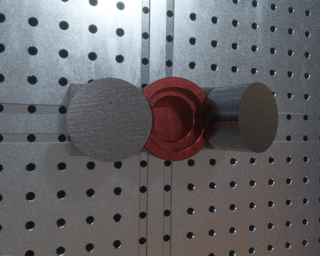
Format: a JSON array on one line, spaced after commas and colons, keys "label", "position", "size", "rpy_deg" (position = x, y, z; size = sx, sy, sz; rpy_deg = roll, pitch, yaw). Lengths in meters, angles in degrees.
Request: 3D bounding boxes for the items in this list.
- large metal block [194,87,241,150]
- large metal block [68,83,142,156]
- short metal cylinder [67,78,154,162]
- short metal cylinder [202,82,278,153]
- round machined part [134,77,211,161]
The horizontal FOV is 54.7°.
[{"label": "large metal block", "position": [0.073, -0.013, 0.426], "size": [0.081, 0.050, 0.080], "rpy_deg": [-1, 91, -20]}, {"label": "large metal block", "position": [-0.068, -0.009, 0.374], "size": [0.081, 0.050, 0.080], "rpy_deg": [1, 90, -20]}, {"label": "short metal cylinder", "position": [-0.047, -0.008, 0.315], "size": [0.080, 0.050, 0.079], "rpy_deg": [0, 91, 1]}, {"label": "short metal cylinder", "position": [0.096, -0.012, 0.368], "size": [0.081, 0.050, 0.080], "rpy_deg": [0, 90, -40]}, {"label": "round machined part", "position": [0.011, -0.011, 0.376], "size": [0.099, 0.042, 0.097], "rpy_deg": [0, 90, -20]}]
